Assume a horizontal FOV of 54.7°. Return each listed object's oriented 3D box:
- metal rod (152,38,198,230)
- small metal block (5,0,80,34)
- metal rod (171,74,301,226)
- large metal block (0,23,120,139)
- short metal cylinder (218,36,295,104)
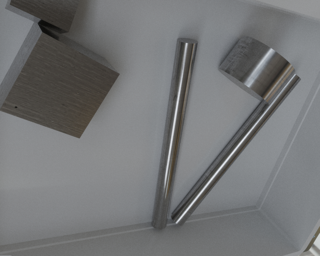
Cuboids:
[{"bbox_3d":[0.016,0.027,0.435,0.025,0.025,0.298,-7,122,-25],"label":"metal rod"},{"bbox_3d":[-0.100,-0.118,0.272,0.050,0.025,0.050,19,90,-36],"label":"small metal block"},{"bbox_3d":[0.117,0.038,0.497,0.025,0.025,0.299,29,102,-38],"label":"metal rod"},{"bbox_3d":[-0.101,-0.046,0.309,0.080,0.050,0.080,25,105,-37],"label":"large metal block"},{"bbox_3d":[0.122,-0.073,0.397,0.080,0.080,0.050,28,103,-38],"label":"short metal cylinder"}]
